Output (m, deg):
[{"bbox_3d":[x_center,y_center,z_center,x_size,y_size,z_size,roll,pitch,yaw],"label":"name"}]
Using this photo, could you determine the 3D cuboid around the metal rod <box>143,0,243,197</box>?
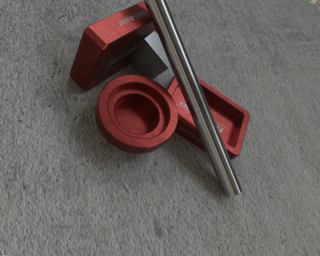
[{"bbox_3d":[0.039,-0.051,0.390,0.025,0.025,0.299,-30,100,-38],"label":"metal rod"}]

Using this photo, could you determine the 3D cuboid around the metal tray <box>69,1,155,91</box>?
[{"bbox_3d":[-0.052,-0.110,0.403,0.030,0.090,0.131,45,51,2],"label":"metal tray"}]

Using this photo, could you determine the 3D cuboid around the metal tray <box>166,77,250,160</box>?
[{"bbox_3d":[0.063,-0.019,0.449,0.130,0.030,0.090,33,51,-7],"label":"metal tray"}]

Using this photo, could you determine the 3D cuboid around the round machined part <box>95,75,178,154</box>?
[{"bbox_3d":[-0.031,-0.013,0.382,0.099,0.042,0.098,9,62,-18],"label":"round machined part"}]

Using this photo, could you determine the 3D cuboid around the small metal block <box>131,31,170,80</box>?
[{"bbox_3d":[-0.012,-0.100,0.439,0.050,0.050,0.025,49,52,-13],"label":"small metal block"}]
